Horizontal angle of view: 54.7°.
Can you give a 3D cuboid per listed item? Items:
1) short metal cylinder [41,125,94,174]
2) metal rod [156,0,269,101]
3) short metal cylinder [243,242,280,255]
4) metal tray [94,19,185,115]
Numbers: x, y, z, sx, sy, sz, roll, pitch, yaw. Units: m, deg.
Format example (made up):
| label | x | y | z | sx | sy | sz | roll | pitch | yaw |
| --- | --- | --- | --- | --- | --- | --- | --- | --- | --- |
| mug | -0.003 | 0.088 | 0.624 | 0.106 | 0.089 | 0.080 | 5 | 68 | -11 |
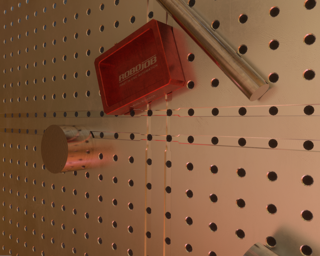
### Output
| label | x | y | z | sx | sy | sz | roll | pitch | yaw |
| --- | --- | --- | --- | --- | --- | --- | --- | --- | --- |
| short metal cylinder | -0.156 | 0.034 | 0.523 | 0.080 | 0.050 | 0.080 | 0 | 90 | 40 |
| metal rod | 0.025 | -0.146 | 0.388 | 0.025 | 0.025 | 0.300 | -51 | 61 | 28 |
| short metal cylinder | 0.097 | 0.158 | 0.294 | 0.050 | 0.081 | 0.079 | 29 | 108 | 36 |
| metal tray | -0.034 | -0.079 | 0.434 | 0.130 | 0.030 | 0.090 | -21 | 77 | 38 |
